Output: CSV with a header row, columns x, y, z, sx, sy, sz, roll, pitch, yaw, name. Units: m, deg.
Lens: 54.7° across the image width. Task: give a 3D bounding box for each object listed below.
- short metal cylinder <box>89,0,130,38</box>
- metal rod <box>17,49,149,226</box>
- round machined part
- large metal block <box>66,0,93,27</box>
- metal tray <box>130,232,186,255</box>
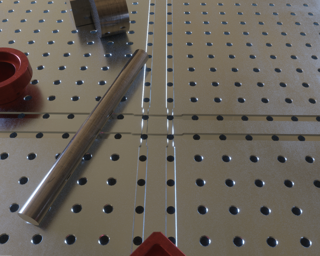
x,y,z,sx,sy,sz,roll,pitch,yaw,name
-0.090,-0.204,0.543,0.050,0.080,0.080,-18,52,-14,short metal cylinder
-0.084,-0.011,0.416,0.025,0.025,0.301,17,52,13,metal rod
-0.238,-0.072,0.456,0.099,0.042,0.098,0,50,0,round machined part
-0.136,-0.246,0.597,0.081,0.050,0.080,-18,52,-14,large metal block
0.012,0.166,0.264,0.130,0.030,0.090,37,59,26,metal tray
